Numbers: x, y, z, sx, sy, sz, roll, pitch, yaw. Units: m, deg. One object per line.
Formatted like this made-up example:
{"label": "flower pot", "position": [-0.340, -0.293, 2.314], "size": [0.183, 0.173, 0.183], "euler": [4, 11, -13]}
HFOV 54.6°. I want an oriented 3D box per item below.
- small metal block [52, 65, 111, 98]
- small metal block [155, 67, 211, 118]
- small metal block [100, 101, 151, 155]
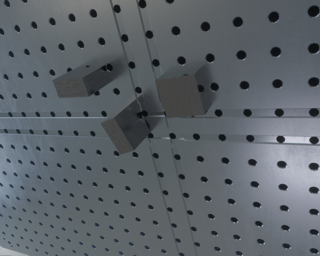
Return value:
{"label": "small metal block", "position": [-0.103, -0.062, 0.412], "size": [0.050, 0.050, 0.025], "euler": [1, 119, 28]}
{"label": "small metal block", "position": [0.028, -0.041, 0.371], "size": [0.050, 0.025, 0.050], "euler": [-5, 116, 30]}
{"label": "small metal block", "position": [-0.045, -0.001, 0.419], "size": [0.025, 0.050, 0.050], "euler": [-19, 108, 35]}
